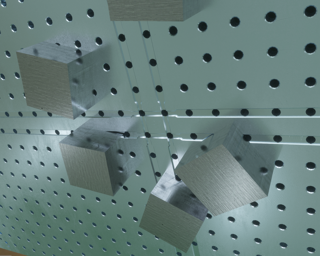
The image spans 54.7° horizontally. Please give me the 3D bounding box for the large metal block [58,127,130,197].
[{"bbox_3d":[-0.098,0.050,0.476,0.080,0.050,0.079,9,122,23],"label":"large metal block"}]

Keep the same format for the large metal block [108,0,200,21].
[{"bbox_3d":[-0.008,-0.151,0.304,0.080,0.050,0.079,9,122,23],"label":"large metal block"}]

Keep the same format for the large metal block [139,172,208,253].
[{"bbox_3d":[0.023,0.125,0.459,0.080,0.050,0.079,26,127,11],"label":"large metal block"}]

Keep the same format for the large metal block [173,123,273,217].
[{"bbox_3d":[0.079,0.053,0.386,0.080,0.050,0.080,49,128,-7],"label":"large metal block"}]

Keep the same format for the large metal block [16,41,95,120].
[{"bbox_3d":[-0.140,-0.067,0.426,0.080,0.050,0.079,16,125,18],"label":"large metal block"}]
